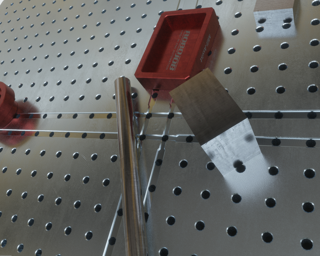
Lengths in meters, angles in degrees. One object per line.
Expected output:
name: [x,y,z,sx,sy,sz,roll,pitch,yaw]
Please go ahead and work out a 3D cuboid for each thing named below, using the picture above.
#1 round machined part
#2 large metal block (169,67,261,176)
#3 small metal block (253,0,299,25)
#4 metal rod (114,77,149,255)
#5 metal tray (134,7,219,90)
round machined part: [-0.309,-0.036,0.578,0.098,0.042,0.098,-13,56,20]
large metal block: [0.062,-0.006,0.343,0.050,0.080,0.080,-33,52,7]
small metal block: [0.162,-0.172,0.429,0.050,0.025,0.050,6,65,30]
metal rod: [-0.038,0.051,0.395,0.025,0.025,0.299,-20,54,16]
metal tray: [0.026,-0.119,0.462,0.090,0.030,0.130,8,65,31]
